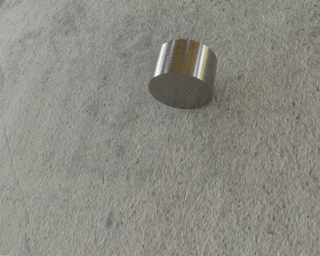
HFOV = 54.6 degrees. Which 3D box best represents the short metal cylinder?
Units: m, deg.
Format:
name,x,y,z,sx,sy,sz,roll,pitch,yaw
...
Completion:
name,x,y,z,sx,sy,sz,roll,pitch,yaw
short metal cylinder,0.030,-0.066,0.394,0.080,0.080,0.050,-2,61,27
